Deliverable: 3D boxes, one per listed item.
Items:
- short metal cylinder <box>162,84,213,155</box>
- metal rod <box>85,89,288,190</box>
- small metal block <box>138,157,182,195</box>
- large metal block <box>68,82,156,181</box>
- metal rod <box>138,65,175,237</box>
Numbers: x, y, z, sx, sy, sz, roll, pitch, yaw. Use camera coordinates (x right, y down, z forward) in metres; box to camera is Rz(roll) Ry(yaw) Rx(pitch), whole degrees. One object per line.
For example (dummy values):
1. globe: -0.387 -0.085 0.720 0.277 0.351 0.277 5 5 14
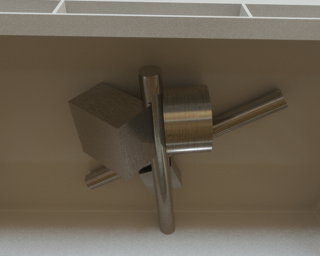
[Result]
1. short metal cylinder: 0.030 -0.010 0.362 0.050 0.080 0.079 -4 130 1
2. metal rod: 0.022 0.023 0.426 0.300 0.025 0.025 -25 126 19
3. small metal block: 0.001 0.070 0.467 0.050 0.025 0.050 -17 129 13
4. large metal block: -0.054 0.003 0.367 0.080 0.050 0.079 27 139 31
5. metal rod: 0.001 0.055 0.420 0.025 0.025 0.298 -4 129 3
